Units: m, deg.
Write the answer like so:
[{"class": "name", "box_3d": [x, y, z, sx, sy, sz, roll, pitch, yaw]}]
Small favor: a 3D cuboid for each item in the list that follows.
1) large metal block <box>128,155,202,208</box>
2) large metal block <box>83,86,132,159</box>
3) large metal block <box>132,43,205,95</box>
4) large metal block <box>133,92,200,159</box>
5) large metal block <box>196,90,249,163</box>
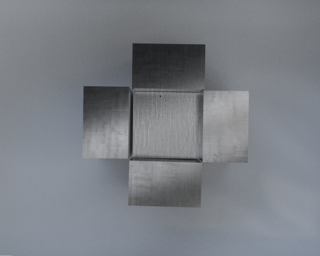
[{"class": "large metal block", "box_3d": [0.006, 0.062, 0.382, 0.081, 0.080, 0.050, 2, 90, 0]}, {"class": "large metal block", "box_3d": [-0.060, -0.007, 0.382, 0.050, 0.080, 0.080, 1, 90, 0]}, {"class": "large metal block", "box_3d": [0.010, -0.068, 0.382, 0.081, 0.080, 0.050, 1, 90, 0]}, {"class": "large metal block", "box_3d": [0.008, -0.004, 0.396, 0.081, 0.050, 0.080, 1, 90, 0]}, {"class": "large metal block", "box_3d": [0.073, -0.002, 0.383, 0.050, 0.080, 0.080, 1, 90, 0]}]
